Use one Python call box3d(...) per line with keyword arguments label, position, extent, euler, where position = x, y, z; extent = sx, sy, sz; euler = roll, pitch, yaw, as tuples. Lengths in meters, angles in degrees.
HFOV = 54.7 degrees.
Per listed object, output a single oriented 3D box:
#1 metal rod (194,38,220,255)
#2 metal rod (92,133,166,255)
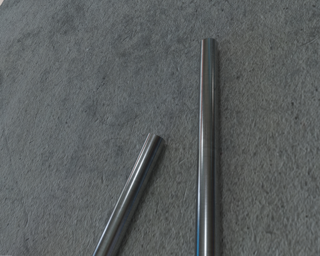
box3d(label="metal rod", position=(0.057, 0.011, 0.367), extent=(0.025, 0.025, 0.299), euler=(-9, 58, 23))
box3d(label="metal rod", position=(-0.062, 0.142, 0.349), extent=(0.025, 0.025, 0.300), euler=(11, 67, 33))
